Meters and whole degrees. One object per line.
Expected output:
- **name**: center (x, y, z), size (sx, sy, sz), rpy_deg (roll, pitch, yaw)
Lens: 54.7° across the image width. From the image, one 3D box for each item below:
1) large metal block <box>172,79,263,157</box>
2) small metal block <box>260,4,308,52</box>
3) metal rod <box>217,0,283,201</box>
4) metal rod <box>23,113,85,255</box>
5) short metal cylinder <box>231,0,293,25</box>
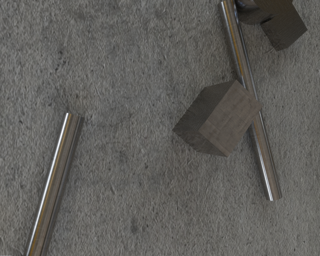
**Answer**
- **large metal block**: center (0.072, -0.012, 0.407), size (0.050, 0.080, 0.080), rpy_deg (41, 77, -16)
- **small metal block**: center (0.192, -0.156, 0.480), size (0.050, 0.025, 0.050), rpy_deg (-41, 103, -15)
- **metal rod**: center (0.134, -0.037, 0.458), size (0.025, 0.025, 0.298), rpy_deg (-18, 96, -19)
- **metal rod**: center (-0.139, 0.129, 0.357), size (0.025, 0.025, 0.299), rpy_deg (16, 85, -20)
- **short metal cylinder**: center (0.146, -0.197, 0.449), size (0.081, 0.050, 0.080), rpy_deg (0, 90, -20)
